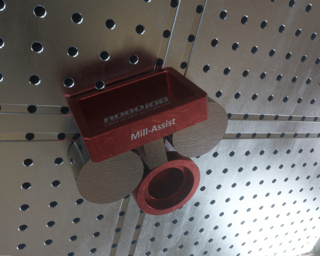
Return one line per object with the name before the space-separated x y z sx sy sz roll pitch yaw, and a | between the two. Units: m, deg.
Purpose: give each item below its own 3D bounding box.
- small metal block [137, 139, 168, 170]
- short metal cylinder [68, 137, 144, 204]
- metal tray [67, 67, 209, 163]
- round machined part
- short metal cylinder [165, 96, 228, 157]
small metal block | -0.016 0.016 0.391 0.025 0.050 0.050 -23 127 -15
short metal cylinder | -0.067 0.046 0.382 0.081 0.050 0.079 -14 124 -21
metal tray | -0.025 -0.021 0.337 0.131 0.090 0.030 -21 127 -15
round machined part | 0.005 0.074 0.443 0.099 0.042 0.097 -14 124 -21
short metal cylinder | 0.041 -0.008 0.408 0.081 0.050 0.079 -14 124 -21
